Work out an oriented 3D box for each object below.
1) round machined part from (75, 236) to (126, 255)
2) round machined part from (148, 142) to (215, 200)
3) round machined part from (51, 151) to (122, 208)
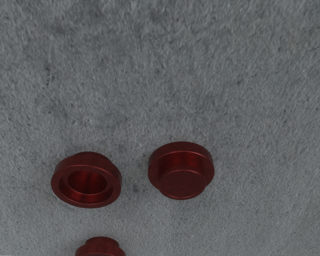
[{"bbox_3d":[-0.116,0.249,0.607,0.099,0.042,0.097,-1,130,0],"label":"round machined part"},{"bbox_3d":[0.031,0.069,0.456,0.099,0.042,0.097,-1,130,0],"label":"round machined part"},{"bbox_3d":[-0.105,0.073,0.456,0.099,0.042,0.097,-1,130,0],"label":"round machined part"}]
